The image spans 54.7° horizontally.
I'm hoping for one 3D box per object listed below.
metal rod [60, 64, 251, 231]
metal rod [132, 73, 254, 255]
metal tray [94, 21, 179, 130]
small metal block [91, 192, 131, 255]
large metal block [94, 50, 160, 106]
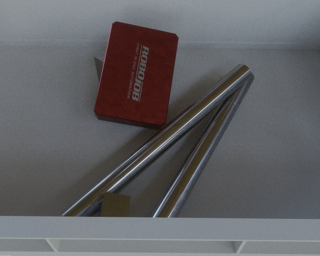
[{"bbox_3d":[0.012,0.009,0.380,0.301,0.025,0.025,-40,61,-23],"label":"metal rod"},{"bbox_3d":[0.057,0.022,0.387,0.025,0.025,0.301,24,54,18],"label":"metal rod"},{"bbox_3d":[-0.030,-0.069,0.412,0.091,0.030,0.129,10,77,-6],"label":"metal tray"},{"bbox_3d":[-0.049,0.098,0.302,0.025,0.050,0.050,12,49,-10],"label":"small metal block"},{"bbox_3d":[-0.038,-0.090,0.464,0.080,0.050,0.080,33,57,24],"label":"large metal block"}]
